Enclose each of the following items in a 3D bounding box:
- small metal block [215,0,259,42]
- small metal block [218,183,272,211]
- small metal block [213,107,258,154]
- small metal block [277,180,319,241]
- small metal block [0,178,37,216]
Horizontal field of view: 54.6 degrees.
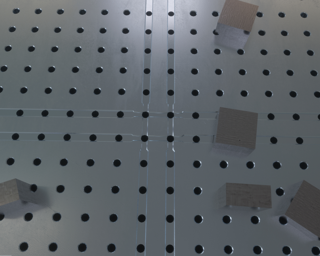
[{"bbox_3d":[0.117,-0.165,0.473,0.050,0.025,0.050,19,71,7],"label":"small metal block"},{"bbox_3d":[0.099,0.083,0.369,0.050,0.050,0.025,3,70,1],"label":"small metal block"},{"bbox_3d":[0.100,0.004,0.411,0.050,0.025,0.050,10,70,3],"label":"small metal block"},{"bbox_3d":[0.181,0.100,0.376,0.050,0.025,0.050,34,73,11],"label":"small metal block"},{"bbox_3d":[-0.183,0.084,0.367,0.050,0.050,0.025,-18,71,-6],"label":"small metal block"}]
